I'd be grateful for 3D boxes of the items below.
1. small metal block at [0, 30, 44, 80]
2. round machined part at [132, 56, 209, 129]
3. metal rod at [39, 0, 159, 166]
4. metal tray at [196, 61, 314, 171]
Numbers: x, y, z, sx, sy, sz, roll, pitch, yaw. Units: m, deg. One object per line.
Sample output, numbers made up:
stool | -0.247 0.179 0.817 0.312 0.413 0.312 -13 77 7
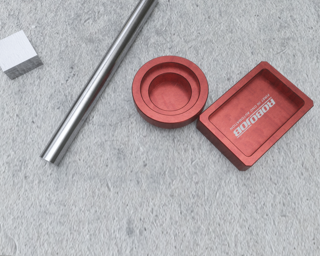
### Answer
small metal block | -0.206 -0.105 0.445 0.050 0.025 0.050 -31 73 -11
round machined part | 0.013 -0.044 0.415 0.099 0.042 0.098 0 70 0
metal rod | -0.076 -0.084 0.438 0.025 0.025 0.300 25 72 8
metal tray | 0.125 -0.018 0.412 0.130 0.030 0.090 -40 76 -14
